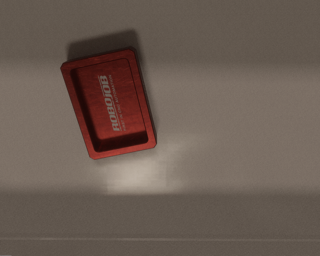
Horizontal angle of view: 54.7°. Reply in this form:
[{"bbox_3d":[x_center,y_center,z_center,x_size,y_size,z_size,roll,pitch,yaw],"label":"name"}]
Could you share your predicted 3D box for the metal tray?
[{"bbox_3d":[-0.061,-0.030,0.396,0.090,0.030,0.129,-12,110,4],"label":"metal tray"}]
